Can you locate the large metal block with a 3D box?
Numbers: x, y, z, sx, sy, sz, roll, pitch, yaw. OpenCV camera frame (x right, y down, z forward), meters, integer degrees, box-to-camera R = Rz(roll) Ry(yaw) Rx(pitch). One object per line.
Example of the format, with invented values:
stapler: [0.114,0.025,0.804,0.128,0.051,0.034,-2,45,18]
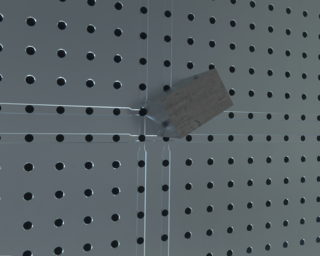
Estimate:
large metal block: [0.031,-0.030,0.396,0.080,0.080,0.050,-32,101,-17]
